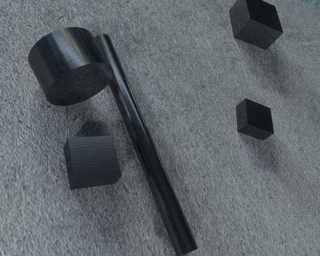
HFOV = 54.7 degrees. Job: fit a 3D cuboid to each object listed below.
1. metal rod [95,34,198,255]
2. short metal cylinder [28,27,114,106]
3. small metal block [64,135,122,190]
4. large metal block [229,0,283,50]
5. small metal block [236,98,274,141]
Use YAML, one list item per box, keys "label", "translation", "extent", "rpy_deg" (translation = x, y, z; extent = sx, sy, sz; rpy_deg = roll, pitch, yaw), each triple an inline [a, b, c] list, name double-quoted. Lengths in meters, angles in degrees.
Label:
- label: "metal rod"
  translation: [-0.026, 0.006, 0.387]
  extent: [0.025, 0.025, 0.299]
  rpy_deg: [-11, 67, -33]
- label: "short metal cylinder"
  translation: [-0.101, -0.069, 0.357]
  extent: [0.081, 0.080, 0.050]
  rpy_deg: [-21, 73, -36]
- label: "small metal block"
  translation: [-0.075, 0.037, 0.342]
  extent: [0.050, 0.025, 0.050]
  rpy_deg: [-3, 63, -30]
- label: "large metal block"
  translation: [0.192, -0.215, 0.626]
  extent: [0.081, 0.050, 0.080]
  rpy_deg: [13, 56, -22]
- label: "small metal block"
  translation: [0.151, -0.013, 0.496]
  extent: [0.050, 0.025, 0.050]
  rpy_deg: [18, 55, -18]
